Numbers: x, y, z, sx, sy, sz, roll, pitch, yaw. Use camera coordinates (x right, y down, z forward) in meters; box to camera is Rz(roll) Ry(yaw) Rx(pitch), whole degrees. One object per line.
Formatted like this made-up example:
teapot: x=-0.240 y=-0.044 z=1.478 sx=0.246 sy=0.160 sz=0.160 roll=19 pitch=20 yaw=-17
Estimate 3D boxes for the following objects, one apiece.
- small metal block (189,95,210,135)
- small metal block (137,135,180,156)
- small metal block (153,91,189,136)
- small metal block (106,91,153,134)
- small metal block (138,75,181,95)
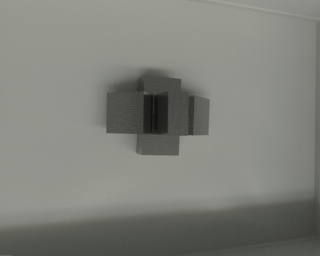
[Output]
small metal block: x=0.044 y=-0.016 z=0.412 sx=0.050 sy=0.025 sz=0.050 roll=2 pitch=90 yaw=-59
small metal block: x=-0.002 y=0.010 z=0.407 sx=0.050 sy=0.025 sz=0.050 roll=3 pitch=89 yaw=-20
small metal block: x=0.012 y=-0.016 z=0.372 sx=0.025 sy=0.050 sz=0.050 roll=1 pitch=90 yaw=-21
small metal block: x=-0.037 y=-0.018 z=0.380 sx=0.050 sy=0.025 sz=0.050 roll=1 pitch=90 yaw=23
small metal block: x=-0.001 y=-0.040 z=0.407 sx=0.050 sy=0.025 sz=0.050 roll=3 pitch=89 yaw=-21
